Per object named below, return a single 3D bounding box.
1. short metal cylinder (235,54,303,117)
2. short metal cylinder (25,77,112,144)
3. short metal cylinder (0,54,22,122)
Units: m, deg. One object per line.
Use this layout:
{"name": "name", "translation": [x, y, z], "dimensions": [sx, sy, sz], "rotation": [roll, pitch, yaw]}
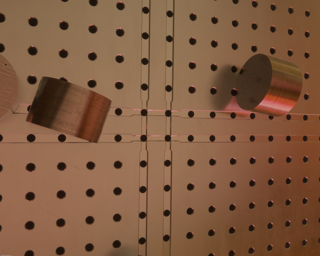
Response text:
{"name": "short metal cylinder", "translation": [0.152, -0.060, 0.439], "dimensions": [0.050, 0.080, 0.080], "rotation": [11, 87, -20]}
{"name": "short metal cylinder", "translation": [-0.100, -0.018, 0.346], "dimensions": [0.081, 0.080, 0.050], "rotation": [20, 84, -19]}
{"name": "short metal cylinder", "translation": [-0.192, -0.043, 0.328], "dimensions": [0.081, 0.050, 0.079], "rotation": [0, 90, -20]}
